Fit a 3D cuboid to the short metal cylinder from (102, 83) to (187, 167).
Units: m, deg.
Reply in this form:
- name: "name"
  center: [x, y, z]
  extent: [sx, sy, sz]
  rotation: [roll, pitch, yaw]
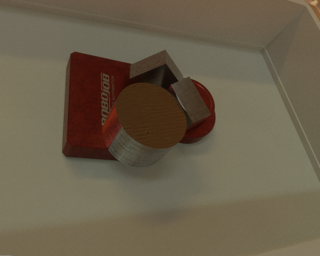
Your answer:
- name: "short metal cylinder"
  center: [-0.018, -0.003, 0.342]
  extent: [0.081, 0.050, 0.080]
  rotation: [14, 56, -21]

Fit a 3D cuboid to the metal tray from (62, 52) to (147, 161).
- name: "metal tray"
  center: [-0.068, -0.027, 0.378]
  extent: [0.091, 0.030, 0.130]
  rotation: [8, 58, -25]

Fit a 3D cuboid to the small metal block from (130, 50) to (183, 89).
- name: "small metal block"
  center: [-0.003, -0.065, 0.394]
  extent: [0.050, 0.050, 0.025]
  rotation: [47, 32, -46]

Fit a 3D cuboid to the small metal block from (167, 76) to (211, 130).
- name: "small metal block"
  center: [0.030, -0.026, 0.371]
  extent: [0.025, 0.050, 0.050]
  rotation: [-27, 83, -18]

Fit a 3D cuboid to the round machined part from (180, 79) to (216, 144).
- name: "round machined part"
  center: [0.037, -0.031, 0.432]
  extent: [0.099, 0.042, 0.098]
  rotation: [14, 56, -21]
